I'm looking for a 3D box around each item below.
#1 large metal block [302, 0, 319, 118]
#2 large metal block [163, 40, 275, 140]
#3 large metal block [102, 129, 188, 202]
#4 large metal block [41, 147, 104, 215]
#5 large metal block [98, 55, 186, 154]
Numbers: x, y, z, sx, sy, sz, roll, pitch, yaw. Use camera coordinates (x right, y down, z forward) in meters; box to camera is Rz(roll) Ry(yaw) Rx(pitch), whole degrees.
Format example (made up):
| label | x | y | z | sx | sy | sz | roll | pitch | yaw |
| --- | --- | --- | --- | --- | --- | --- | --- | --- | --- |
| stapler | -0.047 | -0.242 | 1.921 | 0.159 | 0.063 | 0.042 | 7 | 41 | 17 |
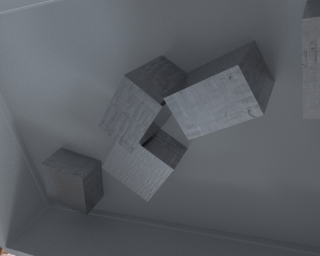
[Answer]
| label | x | y | z | sx | sy | sz | roll | pitch | yaw |
| --- | --- | --- | --- | --- | --- | --- | --- | --- | --- |
| large metal block | 0.148 | -0.061 | 0.257 | 0.050 | 0.080 | 0.079 | 1 | 119 | 27 |
| large metal block | 0.063 | -0.039 | 0.315 | 0.080 | 0.080 | 0.050 | -21 | 107 | 35 |
| large metal block | -0.022 | 0.042 | 0.429 | 0.080 | 0.050 | 0.079 | 36 | 129 | 3 |
| large metal block | -0.145 | 0.089 | 0.522 | 0.080 | 0.050 | 0.079 | 16 | 125 | 19 |
| large metal block | -0.015 | -0.028 | 0.360 | 0.050 | 0.080 | 0.080 | 40 | 129 | 7 |
